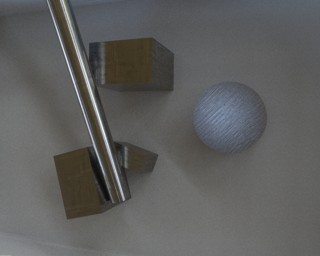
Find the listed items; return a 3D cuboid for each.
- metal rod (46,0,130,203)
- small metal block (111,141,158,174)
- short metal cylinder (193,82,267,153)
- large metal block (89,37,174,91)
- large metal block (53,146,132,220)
[{"bbox_3d":[-0.088,-0.054,0.353,0.025,0.025,0.298,-11,102,19],"label":"metal rod"},{"bbox_3d":[-0.036,0.038,0.408,0.050,0.050,0.025,20,91,18],"label":"small metal block"},{"bbox_3d":[0.084,-0.012,0.367,0.080,0.050,0.079,0,90,19],"label":"short metal cylinder"},{"bbox_3d":[-0.033,-0.076,0.392,0.080,0.080,0.050,1,90,19],"label":"large metal block"},{"bbox_3d":[-0.086,0.067,0.410,0.050,0.080,0.080,-15,85,19],"label":"large metal block"}]
